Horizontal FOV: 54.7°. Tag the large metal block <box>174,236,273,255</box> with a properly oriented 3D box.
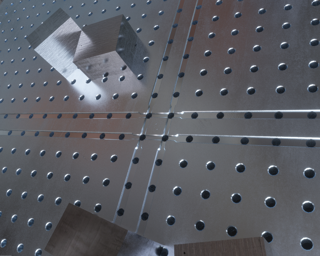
[{"bbox_3d":[0.060,0.145,0.271,0.080,0.050,0.080,-13,56,20],"label":"large metal block"}]

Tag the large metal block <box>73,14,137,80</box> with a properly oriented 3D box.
[{"bbox_3d":[-0.090,-0.134,0.520,0.080,0.050,0.080,-8,58,23],"label":"large metal block"}]

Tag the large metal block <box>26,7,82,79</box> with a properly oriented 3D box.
[{"bbox_3d":[-0.173,-0.150,0.553,0.080,0.080,0.050,-43,51,-1],"label":"large metal block"}]

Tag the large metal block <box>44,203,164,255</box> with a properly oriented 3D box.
[{"bbox_3d":[-0.055,0.125,0.324,0.080,0.080,0.050,12,68,33],"label":"large metal block"}]
